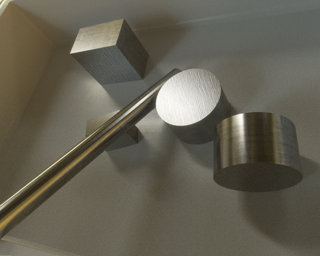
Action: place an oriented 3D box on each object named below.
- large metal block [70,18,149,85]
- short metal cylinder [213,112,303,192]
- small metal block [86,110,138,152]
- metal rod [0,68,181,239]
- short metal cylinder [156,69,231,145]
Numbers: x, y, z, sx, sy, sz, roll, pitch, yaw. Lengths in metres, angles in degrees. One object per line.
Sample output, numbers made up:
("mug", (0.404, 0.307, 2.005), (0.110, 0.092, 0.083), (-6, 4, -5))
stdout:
("large metal block", (-0.075, -0.114, 0.477), (0.080, 0.080, 0.050), (-3, 61, 26))
("short metal cylinder", (0.093, 0.027, 0.305), (0.080, 0.080, 0.050), (-8, 58, 23))
("small metal block", (-0.064, 0.005, 0.418), (0.050, 0.050, 0.025), (-15, 56, 19))
("metal rod", (-0.066, 0.012, 0.355), (0.025, 0.025, 0.302), (20, 47, 35))
("short metal cylinder", (0.042, -0.026, 0.383), (0.080, 0.050, 0.080), (-13, 56, 20))
